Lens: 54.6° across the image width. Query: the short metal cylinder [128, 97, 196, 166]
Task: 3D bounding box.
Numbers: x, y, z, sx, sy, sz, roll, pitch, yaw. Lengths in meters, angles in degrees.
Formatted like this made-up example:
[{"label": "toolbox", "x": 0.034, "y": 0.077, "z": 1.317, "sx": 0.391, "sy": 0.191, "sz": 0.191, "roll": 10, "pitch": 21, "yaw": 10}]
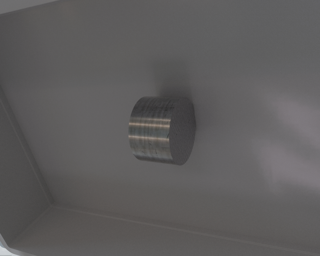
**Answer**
[{"label": "short metal cylinder", "x": 0.005, "y": 0.002, "z": 0.372, "sx": 0.050, "sy": 0.080, "sz": 0.080, "roll": 4, "pitch": 120, "yaw": 26}]
